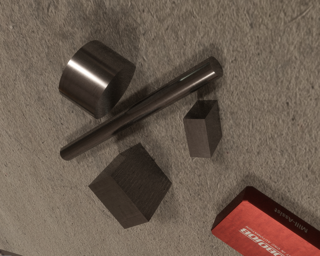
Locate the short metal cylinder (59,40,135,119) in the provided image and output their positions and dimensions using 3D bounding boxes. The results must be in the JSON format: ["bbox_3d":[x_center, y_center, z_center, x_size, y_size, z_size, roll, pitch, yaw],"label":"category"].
[{"bbox_3d":[-0.074,-0.057,0.373,0.050,0.080,0.079,35,129,5],"label":"short metal cylinder"}]

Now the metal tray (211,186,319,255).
[{"bbox_3d":[0.147,0.146,0.416,0.130,0.030,0.089,34,129,5],"label":"metal tray"}]

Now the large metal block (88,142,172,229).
[{"bbox_3d":[-0.039,0.081,0.440,0.050,0.080,0.080,-30,102,37],"label":"large metal block"}]

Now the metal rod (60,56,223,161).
[{"bbox_3d":[-0.047,-0.012,0.422,0.299,0.025,0.025,-27,104,37],"label":"metal rod"}]

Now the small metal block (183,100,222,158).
[{"bbox_3d":[0.052,0.000,0.363,0.025,0.050,0.050,1,119,27],"label":"small metal block"}]
